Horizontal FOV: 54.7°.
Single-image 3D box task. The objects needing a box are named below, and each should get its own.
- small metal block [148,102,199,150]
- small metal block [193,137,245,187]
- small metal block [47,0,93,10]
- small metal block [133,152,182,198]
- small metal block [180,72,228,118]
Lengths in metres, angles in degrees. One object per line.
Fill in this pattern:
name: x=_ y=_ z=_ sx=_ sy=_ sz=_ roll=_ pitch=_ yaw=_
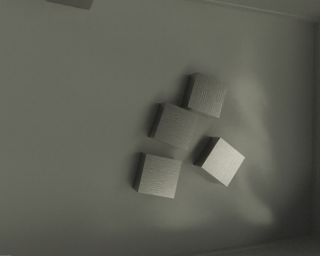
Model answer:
small metal block: x=0.018 y=-0.002 z=0.418 sx=0.050 sy=0.025 sz=0.050 roll=21 pitch=83 yaw=-19
small metal block: x=0.085 y=0.048 z=0.443 sx=0.050 sy=0.025 sz=0.050 roll=38 pitch=78 yaw=-17
small metal block: x=-0.103 y=-0.163 z=0.359 sx=0.050 sy=0.050 sz=0.025 roll=4 pitch=89 yaw=-20
small metal block: x=-0.004 y=0.062 z=0.410 sx=0.050 sy=0.025 sz=0.050 roll=14 pitch=85 yaw=-20
small metal block: x=0.062 y=-0.045 z=0.435 sx=0.050 sy=0.025 sz=0.050 roll=18 pitch=84 yaw=-20
